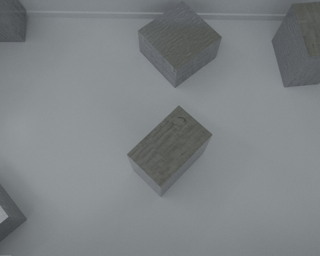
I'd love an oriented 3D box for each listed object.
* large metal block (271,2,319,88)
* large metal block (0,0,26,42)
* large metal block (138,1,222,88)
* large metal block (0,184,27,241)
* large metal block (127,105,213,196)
[{"bbox_3d":[0.199,-0.111,0.422,0.050,0.080,0.080,-6,70,-2],"label":"large metal block"},{"bbox_3d":[-0.245,-0.158,0.431,0.081,0.080,0.050,0,86,0],"label":"large metal block"},{"bbox_3d":[0.027,-0.118,0.440,0.080,0.050,0.080,-38,75,-13],"label":"large metal block"},{"bbox_3d":[-0.220,0.102,0.357,0.080,0.050,0.080,-41,75,-14],"label":"large metal block"},{"bbox_3d":[0.011,0.031,0.369,0.050,0.080,0.080,43,75,14],"label":"large metal block"}]
